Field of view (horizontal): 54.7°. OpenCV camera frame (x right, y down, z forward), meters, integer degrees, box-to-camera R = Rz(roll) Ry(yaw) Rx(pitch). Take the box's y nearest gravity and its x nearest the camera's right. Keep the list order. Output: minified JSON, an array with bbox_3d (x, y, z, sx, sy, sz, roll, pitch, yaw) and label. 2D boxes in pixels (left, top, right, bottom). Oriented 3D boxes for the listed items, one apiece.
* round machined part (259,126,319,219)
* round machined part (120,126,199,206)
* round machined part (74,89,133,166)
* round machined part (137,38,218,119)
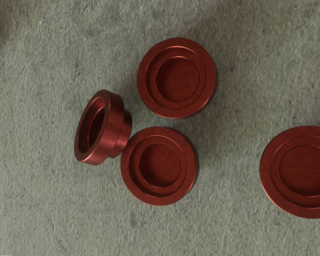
[{"bbox_3d":[0.162,0.046,0.343,0.098,0.042,0.097,0,90,19],"label":"round machined part"},{"bbox_3d":[0.003,0.047,0.398,0.098,0.042,0.097,0,90,19],"label":"round machined part"},{"bbox_3d":[-0.072,0.002,0.407,0.098,0.042,0.098,-33,46,44],"label":"round machined part"},{"bbox_3d":[0.024,-0.060,0.391,0.098,0.042,0.097,0,90,19],"label":"round machined part"}]
